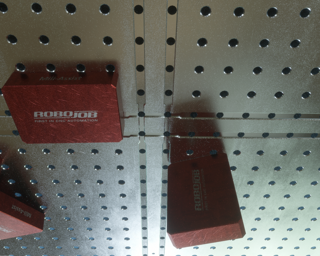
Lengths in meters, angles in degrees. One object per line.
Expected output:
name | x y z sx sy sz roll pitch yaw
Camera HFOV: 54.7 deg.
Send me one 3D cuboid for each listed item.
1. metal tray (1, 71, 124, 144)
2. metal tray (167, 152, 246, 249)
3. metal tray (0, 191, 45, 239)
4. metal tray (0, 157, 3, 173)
metal tray | -0.114 -0.023 0.387 0.131 0.030 0.089 -1 130 0
metal tray | 0.057 0.093 0.421 0.090 0.130 0.030 -14 122 11
metal tray | -0.266 0.145 0.507 0.090 0.030 0.130 -14 144 11
metal tray | -0.312 0.064 0.458 0.131 0.030 0.089 19 127 -16
